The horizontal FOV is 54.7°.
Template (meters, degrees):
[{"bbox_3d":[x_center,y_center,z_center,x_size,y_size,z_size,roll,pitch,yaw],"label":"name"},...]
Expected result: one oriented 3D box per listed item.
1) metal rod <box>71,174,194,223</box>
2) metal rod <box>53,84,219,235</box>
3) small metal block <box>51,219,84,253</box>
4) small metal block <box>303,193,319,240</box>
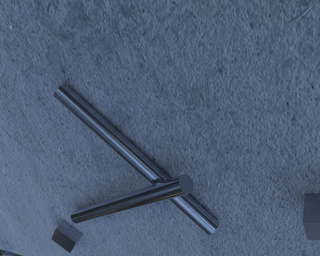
[{"bbox_3d":[-0.063,0.120,0.491,0.299,0.025,0.025,-27,104,44],"label":"metal rod"},{"bbox_3d":[-0.033,0.046,0.450,0.300,0.025,0.025,42,129,-2],"label":"metal rod"},{"bbox_3d":[-0.194,0.226,0.646,0.050,0.025,0.050,35,129,4],"label":"small metal block"},{"bbox_3d":[0.193,0.099,0.351,0.050,0.050,0.025,-10,114,32],"label":"small metal block"}]
